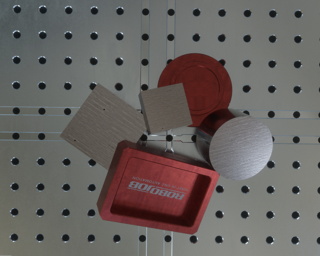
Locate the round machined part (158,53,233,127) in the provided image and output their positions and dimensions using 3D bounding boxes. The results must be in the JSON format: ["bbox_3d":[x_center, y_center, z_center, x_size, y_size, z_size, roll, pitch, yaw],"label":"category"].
[{"bbox_3d":[0.046,-0.050,0.405,0.099,0.042,0.097,0,90,0],"label":"round machined part"}]

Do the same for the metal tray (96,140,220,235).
[{"bbox_3d":[-0.001,0.076,0.382,0.131,0.030,0.089,17,97,-22],"label":"metal tray"}]

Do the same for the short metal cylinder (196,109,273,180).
[{"bbox_3d":[0.092,0.019,0.390,0.081,0.050,0.079,-3,104,-11],"label":"short metal cylinder"}]

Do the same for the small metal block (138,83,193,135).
[{"bbox_3d":[0.006,-0.022,0.367,0.050,0.025,0.050,-13,87,-11],"label":"small metal block"}]

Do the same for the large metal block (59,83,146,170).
[{"bbox_3d":[-0.066,0.001,0.400,0.080,0.050,0.080,36,90,0],"label":"large metal block"}]
